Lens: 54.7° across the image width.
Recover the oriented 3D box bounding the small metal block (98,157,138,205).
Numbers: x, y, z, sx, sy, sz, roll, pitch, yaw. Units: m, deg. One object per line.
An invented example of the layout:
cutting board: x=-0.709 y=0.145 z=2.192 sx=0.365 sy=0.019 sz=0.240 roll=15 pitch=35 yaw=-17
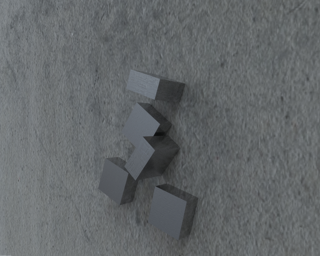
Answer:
small metal block: x=-0.060 y=0.076 z=0.452 sx=0.050 sy=0.025 sz=0.050 roll=26 pitch=106 yaw=36

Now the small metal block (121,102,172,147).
small metal block: x=-0.019 y=0.000 z=0.419 sx=0.050 sy=0.025 sz=0.050 roll=44 pitch=116 yaw=31

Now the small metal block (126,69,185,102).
small metal block: x=-0.005 y=-0.053 z=0.391 sx=0.050 sy=0.050 sz=0.025 roll=25 pitch=106 yaw=37

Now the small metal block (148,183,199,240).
small metal block: x=0.016 y=0.104 z=0.390 sx=0.050 sy=0.025 sz=0.050 roll=18 pitch=101 yaw=38

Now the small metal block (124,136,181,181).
small metal block: x=-0.009 y=0.037 z=0.394 sx=0.025 sy=0.050 sz=0.050 roll=47 pitch=118 yaw=29
